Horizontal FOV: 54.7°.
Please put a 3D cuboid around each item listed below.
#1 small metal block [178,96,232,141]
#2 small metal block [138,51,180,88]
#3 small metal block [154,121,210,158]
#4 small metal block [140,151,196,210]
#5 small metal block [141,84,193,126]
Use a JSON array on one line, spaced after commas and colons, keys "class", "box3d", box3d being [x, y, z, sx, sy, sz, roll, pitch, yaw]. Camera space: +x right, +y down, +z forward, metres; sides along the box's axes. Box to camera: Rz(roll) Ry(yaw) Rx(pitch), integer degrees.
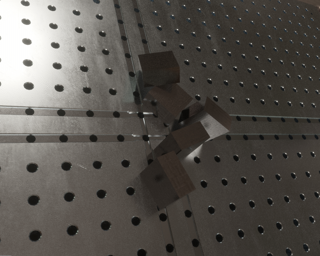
[{"class": "small metal block", "box3d": [0.062, -0.010, 0.427, 0.050, 0.050, 0.025, 37, 50, -22]}, {"class": "small metal block", "box3d": [-0.002, -0.084, 0.438, 0.050, 0.025, 0.050, -9, 40, -6]}, {"class": "small metal block", "box3d": [0.028, 0.020, 0.396, 0.050, 0.050, 0.025, -21, 73, -36]}, {"class": "small metal block", "box3d": [0.008, 0.062, 0.360, 0.025, 0.050, 0.050, -19, 72, -36]}, {"class": "small metal block", "box3d": [0.011, -0.039, 0.440, 0.050, 0.025, 0.050, 43, 51, 1]}]
